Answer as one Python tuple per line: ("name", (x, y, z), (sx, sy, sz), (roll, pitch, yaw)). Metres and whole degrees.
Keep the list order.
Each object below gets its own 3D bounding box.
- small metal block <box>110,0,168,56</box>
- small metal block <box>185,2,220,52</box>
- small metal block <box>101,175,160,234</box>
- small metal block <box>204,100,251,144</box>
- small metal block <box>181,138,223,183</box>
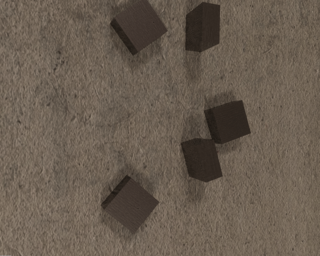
("small metal block", (-0.027, -0.130, 0.400), (0.050, 0.025, 0.050), (-39, 103, -16))
("small metal block", (0.057, -0.134, 0.418), (0.025, 0.050, 0.050), (1, 90, -20))
("small metal block", (-0.038, 0.097, 0.396), (0.050, 0.025, 0.050), (44, 76, -15))
("small metal block", (0.097, -0.009, 0.446), (0.050, 0.025, 0.050), (-19, 97, -19))
("small metal block", (0.055, 0.042, 0.418), (0.025, 0.050, 0.050), (-16, 96, -20))
